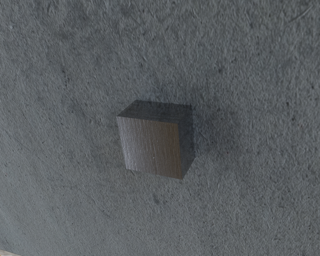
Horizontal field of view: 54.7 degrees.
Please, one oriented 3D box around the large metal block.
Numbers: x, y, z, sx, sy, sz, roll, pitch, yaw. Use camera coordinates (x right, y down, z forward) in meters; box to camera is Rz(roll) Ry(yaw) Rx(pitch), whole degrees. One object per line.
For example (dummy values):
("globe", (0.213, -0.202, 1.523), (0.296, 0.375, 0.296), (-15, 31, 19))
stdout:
("large metal block", (-0.002, 0.013, 0.400), (0.080, 0.050, 0.079), (8, 122, 24))
